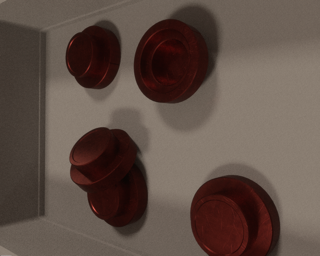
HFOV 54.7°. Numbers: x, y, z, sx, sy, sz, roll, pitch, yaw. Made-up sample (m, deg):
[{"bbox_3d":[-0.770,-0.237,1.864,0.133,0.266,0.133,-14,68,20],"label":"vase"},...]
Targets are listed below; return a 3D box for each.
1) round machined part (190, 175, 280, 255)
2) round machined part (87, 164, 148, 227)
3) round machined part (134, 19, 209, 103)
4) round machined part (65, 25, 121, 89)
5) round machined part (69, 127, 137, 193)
[{"bbox_3d":[0.073,0.102,0.334,0.098,0.042,0.097,0,90,39],"label":"round machined part"},{"bbox_3d":[-0.068,0.095,0.450,0.098,0.042,0.097,0,90,39],"label":"round machined part"},{"bbox_3d":[0.018,-0.079,0.380,0.098,0.042,0.097,0,90,39],"label":"round machined part"},{"bbox_3d":[-0.110,-0.111,0.484,0.098,0.042,0.097,0,90,39],"label":"round machined part"},{"bbox_3d":[-0.085,0.037,0.429,0.098,0.042,0.098,-21,38,18],"label":"round machined part"}]
